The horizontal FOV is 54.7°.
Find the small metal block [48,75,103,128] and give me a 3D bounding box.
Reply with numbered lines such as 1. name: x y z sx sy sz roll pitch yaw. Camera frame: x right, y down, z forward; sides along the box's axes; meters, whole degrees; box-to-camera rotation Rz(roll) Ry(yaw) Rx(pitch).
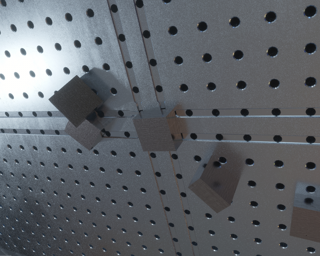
1. small metal block: -0.115 -0.036 0.429 0.050 0.050 0.025 46 167 -4

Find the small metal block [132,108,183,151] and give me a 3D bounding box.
1. small metal block: -0.003 0.003 0.413 0.050 0.025 0.050 -3 117 29

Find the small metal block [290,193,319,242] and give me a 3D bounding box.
1. small metal block: 0.190 0.112 0.380 0.050 0.025 0.050 7 122 24

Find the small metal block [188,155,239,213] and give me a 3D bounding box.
1. small metal block: 0.070 0.072 0.402 0.050 0.050 0.025 42 129 -1

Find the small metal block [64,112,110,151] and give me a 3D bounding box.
1. small metal block: -0.110 -0.002 0.466 0.050 0.025 0.050 38 129 2
